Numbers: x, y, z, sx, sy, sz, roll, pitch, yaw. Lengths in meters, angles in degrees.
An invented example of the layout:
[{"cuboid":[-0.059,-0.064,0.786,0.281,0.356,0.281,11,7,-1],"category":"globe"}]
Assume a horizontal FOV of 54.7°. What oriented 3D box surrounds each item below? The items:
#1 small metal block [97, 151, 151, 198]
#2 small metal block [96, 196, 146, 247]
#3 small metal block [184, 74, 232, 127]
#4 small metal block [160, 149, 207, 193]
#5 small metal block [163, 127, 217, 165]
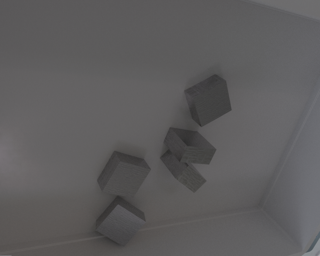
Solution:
[{"cuboid":[-0.049,0.064,0.421,0.050,0.025,0.050,21,107,-36],"category":"small metal block"},{"cuboid":[-0.057,0.135,0.450,0.050,0.025,0.050,38,97,-17],"category":"small metal block"},{"cuboid":[0.066,-0.037,0.421,0.050,0.025,0.050,-29,128,-10],"category":"small metal block"},{"cuboid":[0.033,0.060,0.448,0.025,0.050,0.050,-45,129,3],"category":"small metal block"},{"cuboid":[0.041,0.025,0.430,0.050,0.050,0.025,9,114,-32],"category":"small metal block"}]
